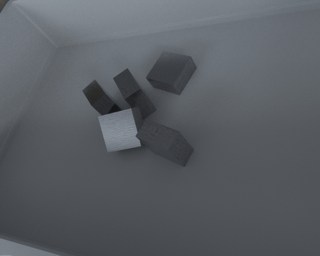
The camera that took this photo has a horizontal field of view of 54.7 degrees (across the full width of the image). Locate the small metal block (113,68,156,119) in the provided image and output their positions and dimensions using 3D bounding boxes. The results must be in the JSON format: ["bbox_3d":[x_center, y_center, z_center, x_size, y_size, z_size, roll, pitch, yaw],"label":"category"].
[{"bbox_3d":[-0.036,-0.048,0.437,0.025,0.050,0.050,-35,50,3],"label":"small metal block"}]

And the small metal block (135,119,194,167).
[{"bbox_3d":[0.007,0.018,0.375,0.050,0.050,0.025,21,73,36],"label":"small metal block"}]

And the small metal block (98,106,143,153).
[{"bbox_3d":[-0.049,0.002,0.414,0.050,0.025,0.050,-12,96,21],"label":"small metal block"}]

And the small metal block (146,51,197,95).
[{"bbox_3d":[0.017,-0.080,0.446,0.050,0.025,0.050,21,73,36],"label":"small metal block"}]

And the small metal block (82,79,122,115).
[{"bbox_3d":[-0.081,-0.037,0.450,0.025,0.050,0.050,-42,41,0],"label":"small metal block"}]
